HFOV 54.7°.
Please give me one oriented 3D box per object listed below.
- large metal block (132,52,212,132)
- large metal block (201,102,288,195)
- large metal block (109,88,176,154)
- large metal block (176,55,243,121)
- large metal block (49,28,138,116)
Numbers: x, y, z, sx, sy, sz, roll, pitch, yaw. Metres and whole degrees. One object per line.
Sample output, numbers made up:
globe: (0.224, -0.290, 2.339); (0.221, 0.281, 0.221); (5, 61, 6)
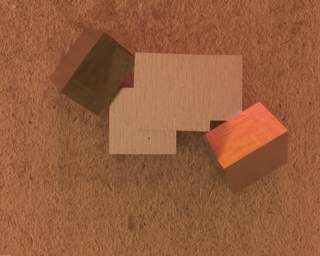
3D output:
large metal block: (0.013, -0.038, 0.347); (0.081, 0.050, 0.079); (2, 90, -1)
large metal block: (0.105, 0.027, 0.378); (0.080, 0.080, 0.050); (-31, 52, 0)
large metal block: (-0.021, -0.009, 0.396); (0.081, 0.050, 0.079); (0, 90, -1)
large metal block: (0.060, -0.049, 0.400); (0.081, 0.050, 0.079); (0, 90, -1)
large metal block: (-0.083, -0.071, 0.376); (0.050, 0.080, 0.080); (36, 90, -33)
